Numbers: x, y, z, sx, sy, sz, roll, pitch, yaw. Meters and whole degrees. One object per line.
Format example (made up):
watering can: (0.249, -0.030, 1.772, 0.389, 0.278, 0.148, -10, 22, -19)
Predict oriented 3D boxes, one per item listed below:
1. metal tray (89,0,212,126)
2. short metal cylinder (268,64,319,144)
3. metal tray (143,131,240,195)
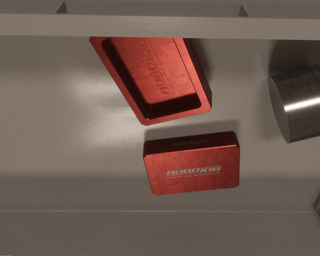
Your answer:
metal tray: (-0.004, -0.065, 0.341, 0.090, 0.030, 0.130, -13, 130, 21)
short metal cylinder: (0.161, -0.027, 0.353, 0.050, 0.080, 0.080, -15, 129, 12)
metal tray: (0.047, 0.054, 0.452, 0.131, 0.030, 0.089, -7, 130, 5)
